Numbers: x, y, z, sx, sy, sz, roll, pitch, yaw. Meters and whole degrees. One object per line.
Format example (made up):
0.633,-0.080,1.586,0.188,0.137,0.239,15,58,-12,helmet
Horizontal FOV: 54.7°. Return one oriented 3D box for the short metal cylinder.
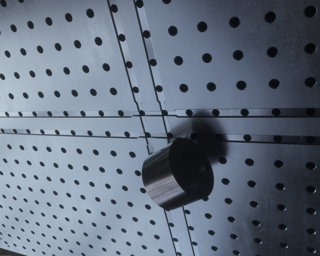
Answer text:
0.024,0.059,0.399,0.050,0.080,0.080,-33,100,38,short metal cylinder
